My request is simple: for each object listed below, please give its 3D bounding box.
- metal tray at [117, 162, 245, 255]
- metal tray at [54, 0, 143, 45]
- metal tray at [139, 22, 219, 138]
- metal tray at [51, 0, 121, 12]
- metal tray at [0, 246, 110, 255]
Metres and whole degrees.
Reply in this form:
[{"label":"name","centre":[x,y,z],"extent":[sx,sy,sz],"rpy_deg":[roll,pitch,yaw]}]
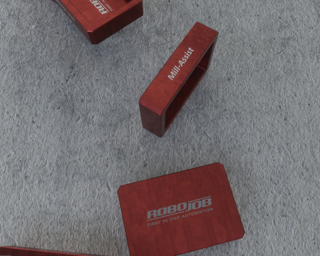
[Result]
[{"label":"metal tray","centre":[0.023,0.100,0.369],"extent":[0.131,0.030,0.090],"rpy_deg":[-13,71,-5]},{"label":"metal tray","centre":[-0.097,-0.191,0.441],"extent":[0.090,0.030,0.130],"rpy_deg":[-37,74,-13]},{"label":"metal tray","centre":[0.024,-0.058,0.394],"extent":[0.030,0.090,0.130],"rpy_deg":[31,73,11]},{"label":"metal tray","centre":[-0.125,-0.227,0.487],"extent":[0.130,0.030,0.090],"rpy_deg":[36,74,12]},{"label":"metal tray","centre":[-0.120,0.183,0.338],"extent":[0.131,0.030,0.090],"rpy_deg":[5,70,2]}]
